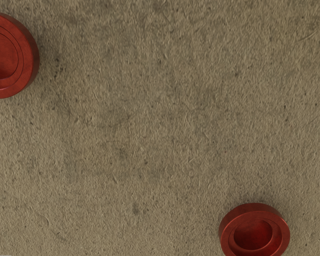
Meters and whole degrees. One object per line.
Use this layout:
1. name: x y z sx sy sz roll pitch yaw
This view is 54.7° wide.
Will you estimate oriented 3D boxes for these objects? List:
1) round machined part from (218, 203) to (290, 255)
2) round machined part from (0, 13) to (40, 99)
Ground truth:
1. round machined part: 0.135 0.151 0.458 0.099 0.042 0.097 0 110 0
2. round machined part: -0.192 -0.087 0.367 0.099 0.042 0.097 0 110 0
